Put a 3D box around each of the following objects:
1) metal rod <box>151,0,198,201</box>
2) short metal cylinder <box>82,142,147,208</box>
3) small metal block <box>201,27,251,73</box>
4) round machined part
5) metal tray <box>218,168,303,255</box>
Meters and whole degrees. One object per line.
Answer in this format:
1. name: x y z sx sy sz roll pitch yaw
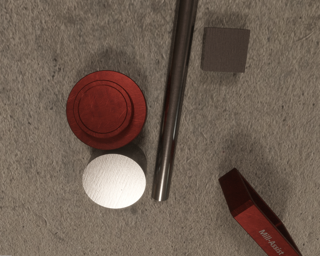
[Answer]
1. metal rod: 0.018 -0.041 0.395 0.025 0.025 0.298 6 110 -3
2. short metal cylinder: -0.059 0.060 0.418 0.081 0.050 0.079 0 110 -1
3. small metal block: 0.078 -0.095 0.376 0.050 0.025 0.050 2 110 -2
4. round machined part: -0.065 -0.022 0.376 0.099 0.042 0.097 0 90 1
5. metal tray: 0.137 0.125 0.423 0.030 0.090 0.130 -39 106 13
